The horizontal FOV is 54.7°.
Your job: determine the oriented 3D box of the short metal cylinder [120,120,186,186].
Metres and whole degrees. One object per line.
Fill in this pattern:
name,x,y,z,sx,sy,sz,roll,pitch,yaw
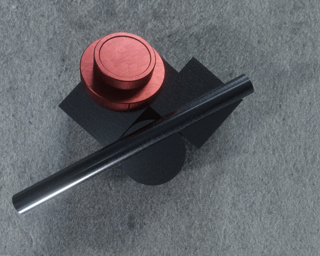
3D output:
short metal cylinder,-0.009,0.029,0.398,0.081,0.050,0.079,0,90,-1

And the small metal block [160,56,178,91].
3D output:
small metal block,-0.011,-0.069,0.410,0.050,0.025,0.050,43,90,-1

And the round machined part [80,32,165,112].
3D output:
round machined part,-0.042,-0.071,0.358,0.099,0.042,0.098,5,64,-10

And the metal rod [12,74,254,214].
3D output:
metal rod,-0.030,0.018,0.361,0.301,0.025,0.025,-28,90,0

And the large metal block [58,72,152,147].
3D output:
large metal block,-0.066,-0.029,0.397,0.080,0.050,0.080,42,90,-1

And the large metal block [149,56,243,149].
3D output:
large metal block,0.044,-0.031,0.399,0.080,0.050,0.080,41,90,-1
